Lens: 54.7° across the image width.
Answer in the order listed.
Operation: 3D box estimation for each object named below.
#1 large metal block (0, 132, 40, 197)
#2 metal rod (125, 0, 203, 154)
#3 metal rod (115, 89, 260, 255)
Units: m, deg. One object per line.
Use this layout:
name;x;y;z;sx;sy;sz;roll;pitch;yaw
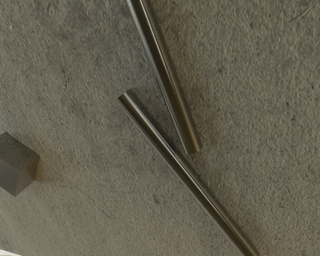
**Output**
large metal block;-0.279;0.068;0.576;0.080;0.050;0.079;33;129;6
metal rod;-0.010;-0.103;0.347;0.025;0.025;0.299;-9;114;32
metal rod;0.043;0.072;0.427;0.025;0.025;0.300;-31;102;38
